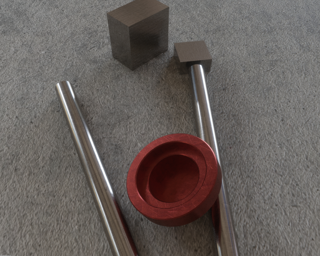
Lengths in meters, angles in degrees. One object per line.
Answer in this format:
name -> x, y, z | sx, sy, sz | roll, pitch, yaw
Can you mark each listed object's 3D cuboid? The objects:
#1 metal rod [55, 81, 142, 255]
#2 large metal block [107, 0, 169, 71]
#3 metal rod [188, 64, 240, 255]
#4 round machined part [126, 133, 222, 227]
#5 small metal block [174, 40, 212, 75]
metal rod -> -0.077, 0.046, 0.363 | 0.025, 0.025, 0.300 | -19, 53, -16
large metal block -> -0.033, -0.152, 0.495 | 0.080, 0.080, 0.050 | -37, 59, -27
metal rod -> 0.061, 0.026, 0.381 | 0.025, 0.025, 0.300 | -1, 50, -2
round machined part -> 0.018, 0.057, 0.330 | 0.098, 0.042, 0.098 | -13, 50, 17
small metal block -> 0.052, -0.114, 0.500 | 0.050, 0.025, 0.050 | -7, 50, -6
